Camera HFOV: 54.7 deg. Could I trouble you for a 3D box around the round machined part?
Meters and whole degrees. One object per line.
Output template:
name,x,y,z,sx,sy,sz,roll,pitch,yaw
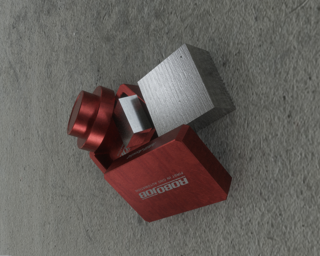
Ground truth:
round machined part,-0.105,-0.017,0.455,0.097,0.042,0.098,-45,34,45

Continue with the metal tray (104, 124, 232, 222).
metal tray,0.006,0.059,0.368,0.130,0.030,0.090,-29,109,37

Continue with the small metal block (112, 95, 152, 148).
small metal block,-0.038,-0.008,0.408,0.050,0.025,0.050,65,153,17

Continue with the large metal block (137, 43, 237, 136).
large metal block,0.030,-0.039,0.366,0.080,0.050,0.080,-33,70,35

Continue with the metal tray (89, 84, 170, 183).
metal tray,-0.044,0.015,0.438,0.090,0.030,0.129,42,115,31
